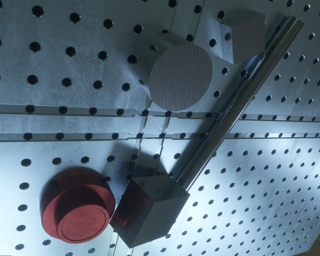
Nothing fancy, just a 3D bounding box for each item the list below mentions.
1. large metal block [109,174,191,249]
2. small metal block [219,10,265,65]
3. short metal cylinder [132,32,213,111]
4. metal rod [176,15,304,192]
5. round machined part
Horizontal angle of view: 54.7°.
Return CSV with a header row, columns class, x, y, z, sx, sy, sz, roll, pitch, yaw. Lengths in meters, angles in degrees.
class,x,y,z,sx,sy,sz,roll,pitch,yaw
large metal block,-0.014,0.117,0.447,0.081,0.050,0.080,5,118,-51
small metal block,0.107,-0.117,0.399,0.050,0.025,0.050,-24,128,-14
short metal cylinder,0.014,-0.066,0.363,0.081,0.050,0.079,-14,124,-21
metal rod,0.109,-0.024,0.457,0.025,0.025,0.299,22,106,-37
round machined part,-0.106,0.115,0.414,0.099,0.042,0.097,-14,124,-21
